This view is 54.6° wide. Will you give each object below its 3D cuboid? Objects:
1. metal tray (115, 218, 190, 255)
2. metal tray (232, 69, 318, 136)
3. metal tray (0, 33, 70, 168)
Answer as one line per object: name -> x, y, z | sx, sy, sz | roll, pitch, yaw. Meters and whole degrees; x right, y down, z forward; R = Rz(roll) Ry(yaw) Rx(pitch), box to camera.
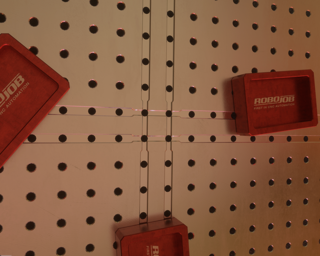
metal tray -> -0.007, 0.193, 0.407 | 0.091, 0.030, 0.129 | -5, 92, -20
metal tray -> 0.178, -0.040, 0.474 | 0.131, 0.030, 0.090 | -7, 93, -20
metal tray -> -0.177, -0.027, 0.344 | 0.090, 0.030, 0.130 | 41, 77, -16
